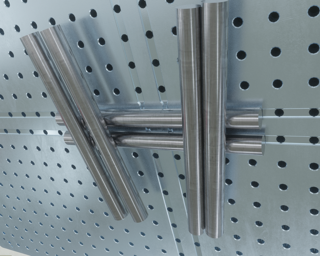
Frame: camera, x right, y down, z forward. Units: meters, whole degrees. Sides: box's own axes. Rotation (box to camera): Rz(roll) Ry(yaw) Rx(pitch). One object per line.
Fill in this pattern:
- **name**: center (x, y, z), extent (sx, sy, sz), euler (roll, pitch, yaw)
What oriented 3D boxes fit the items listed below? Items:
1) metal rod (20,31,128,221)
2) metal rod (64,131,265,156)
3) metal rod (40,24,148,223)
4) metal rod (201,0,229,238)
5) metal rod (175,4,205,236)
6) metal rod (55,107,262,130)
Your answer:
- **metal rod**: center (-0.115, 0.011, 0.448), extent (0.025, 0.025, 0.299), euler (-8, 114, 32)
- **metal rod**: center (-0.013, 0.017, 0.430), extent (0.300, 0.025, 0.025), euler (1, 119, 27)
- **metal rod**: center (-0.082, 0.009, 0.429), extent (0.025, 0.025, 0.299), euler (-8, 115, 32)
- **metal rod**: center (0.063, 0.013, 0.355), extent (0.025, 0.025, 0.298), euler (9, 122, 24)
- **metal rod**: center (0.040, 0.014, 0.368), extent (0.025, 0.025, 0.298), euler (9, 122, 24)
- **metal rod**: center (-0.021, -0.013, 0.415), extent (0.300, 0.025, 0.025), euler (1, 119, 27)
